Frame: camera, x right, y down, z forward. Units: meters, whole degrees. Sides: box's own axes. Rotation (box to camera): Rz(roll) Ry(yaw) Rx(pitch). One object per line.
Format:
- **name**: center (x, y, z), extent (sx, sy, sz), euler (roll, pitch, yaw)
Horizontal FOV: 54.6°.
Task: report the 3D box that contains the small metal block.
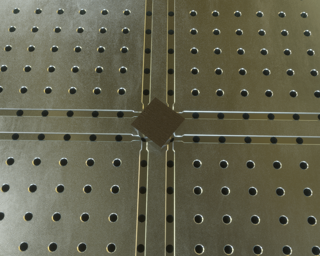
- **small metal block**: center (-0.002, -0.004, 0.413), extent (0.050, 0.025, 0.050), euler (37, 74, 12)
